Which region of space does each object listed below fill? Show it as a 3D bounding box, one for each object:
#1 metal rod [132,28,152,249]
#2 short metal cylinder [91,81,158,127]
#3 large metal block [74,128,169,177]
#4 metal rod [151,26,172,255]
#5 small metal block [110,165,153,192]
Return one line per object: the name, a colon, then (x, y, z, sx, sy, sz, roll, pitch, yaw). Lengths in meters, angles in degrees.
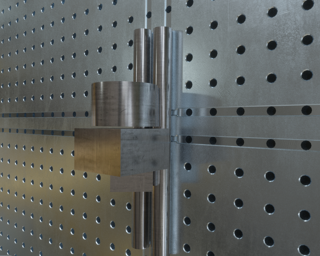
metal rod: (-0.025, 0.015, 0.430, 0.025, 0.025, 0.298, 1, 91, 39)
short metal cylinder: (-0.043, -0.027, 0.379, 0.080, 0.081, 0.050, 1, 91, 39)
large metal block: (-0.046, 0.025, 0.377, 0.080, 0.081, 0.050, 1, 91, 39)
metal rod: (0.002, 0.020, 0.407, 0.025, 0.025, 0.298, 1, 91, 39)
small metal block: (-0.036, 0.063, 0.391, 0.050, 0.050, 0.025, 1, 91, -5)
